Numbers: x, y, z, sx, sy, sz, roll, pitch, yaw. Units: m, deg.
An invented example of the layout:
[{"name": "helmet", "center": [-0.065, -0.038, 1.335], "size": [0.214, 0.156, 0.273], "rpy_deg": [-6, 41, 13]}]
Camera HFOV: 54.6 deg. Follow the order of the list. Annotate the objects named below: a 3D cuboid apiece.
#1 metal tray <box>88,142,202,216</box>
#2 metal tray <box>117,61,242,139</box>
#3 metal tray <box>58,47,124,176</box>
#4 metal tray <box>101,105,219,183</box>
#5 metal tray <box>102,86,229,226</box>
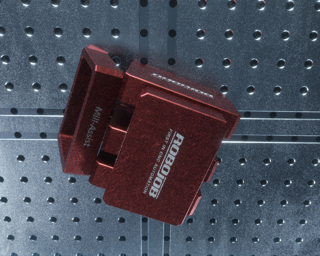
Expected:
[{"name": "metal tray", "center": [-0.017, 0.057, 0.399], "size": [0.131, 0.090, 0.030], "rpy_deg": [20, 109, -8]}, {"name": "metal tray", "center": [0.021, -0.036, 0.364], "size": [0.131, 0.090, 0.030], "rpy_deg": [20, 109, -7]}, {"name": "metal tray", "center": [-0.087, -0.021, 0.367], "size": [0.030, 0.090, 0.129], "rpy_deg": [12, 111, -28]}, {"name": "metal tray", "center": [0.000, 0.016, 0.383], "size": [0.131, 0.090, 0.030], "rpy_deg": [18, 108, -8]}, {"name": "metal tray", "center": [0.003, 0.032, 0.326], "size": [0.090, 0.030, 0.129], "rpy_deg": [20, 109, -7]}]
